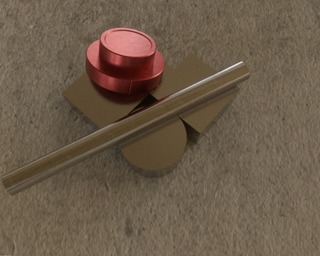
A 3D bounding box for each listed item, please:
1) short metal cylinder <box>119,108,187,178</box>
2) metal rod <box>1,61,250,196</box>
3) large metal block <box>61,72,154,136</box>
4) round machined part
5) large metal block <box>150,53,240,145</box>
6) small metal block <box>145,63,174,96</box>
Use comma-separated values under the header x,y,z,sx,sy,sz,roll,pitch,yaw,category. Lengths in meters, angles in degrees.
x,y,z,sx,sy,sz,roll,pitch,yaw,category
-0.009,0.018,0.389,0.081,0.050,0.080,0,70,0,short metal cylinder
-0.030,-0.005,0.357,0.302,0.025,0.025,-27,73,-10,metal rod
-0.065,-0.037,0.408,0.080,0.050,0.080,40,75,13,large metal block
-0.041,-0.089,0.385,0.099,0.042,0.098,8,43,-8,round machined part
0.044,-0.038,0.411,0.080,0.050,0.080,40,74,13,large metal block
-0.010,-0.070,0.434,0.050,0.025,0.050,41,75,13,small metal block
